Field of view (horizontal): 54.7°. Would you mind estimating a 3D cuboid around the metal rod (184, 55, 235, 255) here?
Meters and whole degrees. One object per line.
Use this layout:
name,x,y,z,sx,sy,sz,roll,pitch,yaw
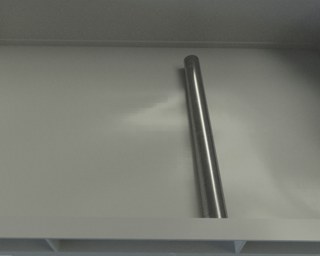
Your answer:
metal rod,0.055,0.008,0.398,0.025,0.025,0.300,-1,50,-2
